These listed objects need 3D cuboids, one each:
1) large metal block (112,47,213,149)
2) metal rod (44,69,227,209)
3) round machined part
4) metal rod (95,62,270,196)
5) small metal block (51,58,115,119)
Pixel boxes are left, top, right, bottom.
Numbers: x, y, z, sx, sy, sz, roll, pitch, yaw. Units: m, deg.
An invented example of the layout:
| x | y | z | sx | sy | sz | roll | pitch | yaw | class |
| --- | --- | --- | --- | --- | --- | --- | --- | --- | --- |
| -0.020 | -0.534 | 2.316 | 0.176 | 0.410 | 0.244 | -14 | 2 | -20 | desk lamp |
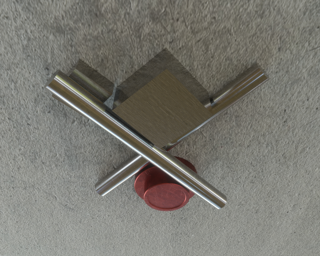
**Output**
| x | y | z | sx | sy | sz | roll | pitch | yaw | class |
| --- | --- | --- | --- | --- | --- | --- | --- | --- | --- |
| 0.003 | -0.033 | 0.366 | 0.080 | 0.050 | 0.080 | -34 | 123 | 25 | large metal block |
| -0.012 | 0.030 | 0.400 | 0.025 | 0.025 | 0.301 | -36 | 122 | 26 | metal rod |
| 0.010 | 0.091 | 0.474 | 0.099 | 0.042 | 0.097 | -1 | 130 | 0 | round machined part |
| 0.013 | 0.015 | 0.424 | 0.299 | 0.025 | 0.025 | -37 | 121 | 27 | metal rod |
| -0.091 | -0.046 | 0.370 | 0.050 | 0.025 | 0.050 | 35 | 121 | -27 | small metal block |
